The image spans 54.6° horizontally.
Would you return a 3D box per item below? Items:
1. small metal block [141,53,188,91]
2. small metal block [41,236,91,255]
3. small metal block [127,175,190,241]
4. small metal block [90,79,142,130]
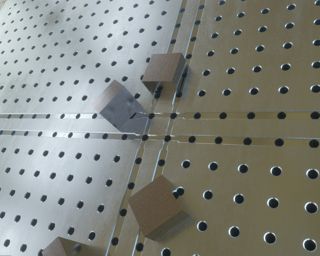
[{"bbox_3d":[0.007,-0.082,0.456,0.050,0.025,0.050,5,64,30],"label":"small metal block"},{"bbox_3d":[-0.099,0.155,0.350,0.025,0.050,0.050,-44,51,-2],"label":"small metal block"},{"bbox_3d":[-0.002,0.091,0.355,0.050,0.025,0.050,-36,51,4],"label":"small metal block"},{"bbox_3d":[-0.062,-0.033,0.446,0.050,0.050,0.025,-48,51,-5],"label":"small metal block"}]
